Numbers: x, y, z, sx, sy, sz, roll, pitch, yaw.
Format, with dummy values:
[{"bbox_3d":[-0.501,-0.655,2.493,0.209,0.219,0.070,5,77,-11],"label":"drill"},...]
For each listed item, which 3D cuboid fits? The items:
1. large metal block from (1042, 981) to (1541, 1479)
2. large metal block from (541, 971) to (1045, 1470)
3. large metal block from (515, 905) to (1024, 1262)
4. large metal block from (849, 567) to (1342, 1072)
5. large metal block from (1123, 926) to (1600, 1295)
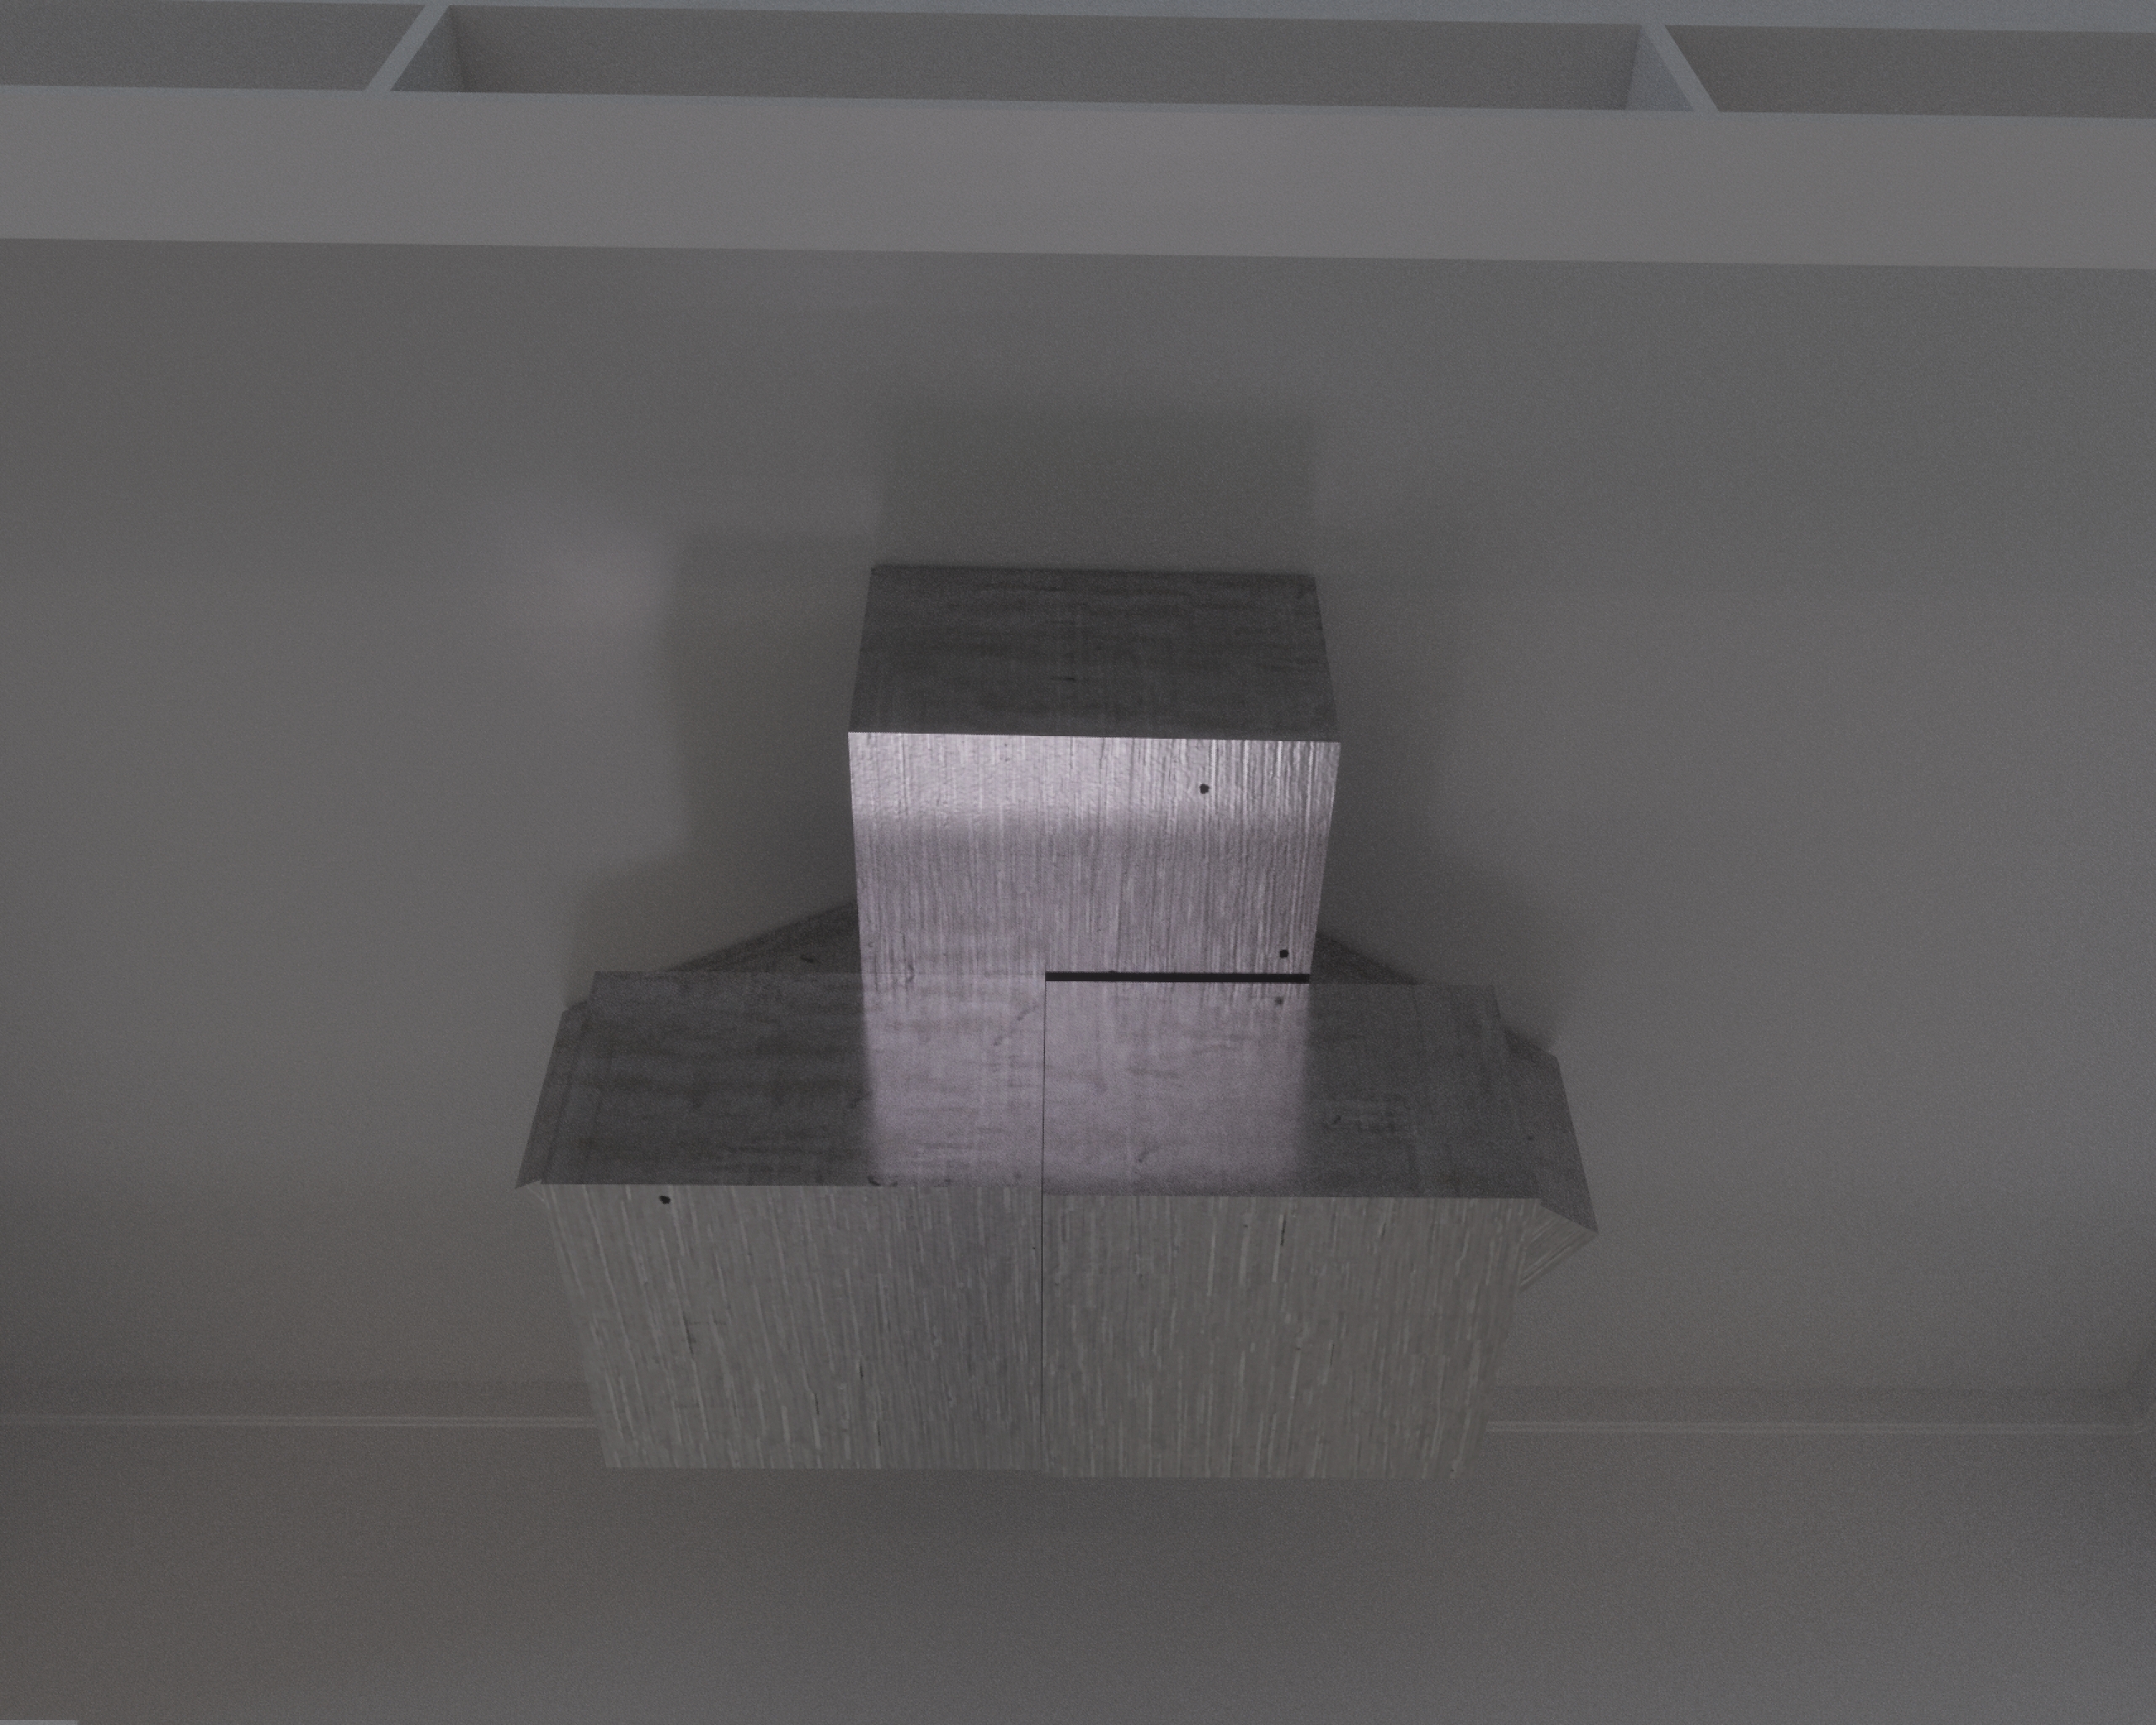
[{"bbox_3d":[0.034,0.068,0.381,0.081,0.050,0.079,0,130,-1],"label":"large metal block"},{"bbox_3d":[-0.047,0.066,0.381,0.081,0.050,0.079,0,130,-1],"label":"large metal block"},{"bbox_3d":[-0.057,0.062,0.443,0.080,0.050,0.080,-21,127,16],"label":"large metal block"},{"bbox_3d":[0.002,-0.006,0.385,0.081,0.050,0.079,1,130,-1],"label":"large metal block"},{"bbox_3d":[0.049,0.067,0.446,0.080,0.050,0.080,28,125,-21],"label":"large metal block"}]
